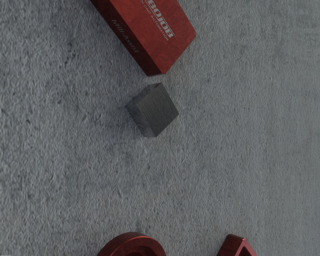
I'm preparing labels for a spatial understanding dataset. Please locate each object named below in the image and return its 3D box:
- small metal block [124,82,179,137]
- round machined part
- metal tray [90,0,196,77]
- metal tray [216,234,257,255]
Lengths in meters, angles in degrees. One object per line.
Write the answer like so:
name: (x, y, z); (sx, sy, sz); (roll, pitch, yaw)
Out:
small metal block: (-0.009, -0.023, 0.399); (0.050, 0.025, 0.050); (-45, 117, -31)
round machined part: (-0.041, 0.171, 0.361); (0.099, 0.042, 0.097); (0, 90, -40)
metal tray: (-0.017, -0.142, 0.389); (0.130, 0.030, 0.090); (51, 60, -28)
metal tray: (0.113, 0.252, 0.499); (0.130, 0.030, 0.090); (-50, 120, -28)
